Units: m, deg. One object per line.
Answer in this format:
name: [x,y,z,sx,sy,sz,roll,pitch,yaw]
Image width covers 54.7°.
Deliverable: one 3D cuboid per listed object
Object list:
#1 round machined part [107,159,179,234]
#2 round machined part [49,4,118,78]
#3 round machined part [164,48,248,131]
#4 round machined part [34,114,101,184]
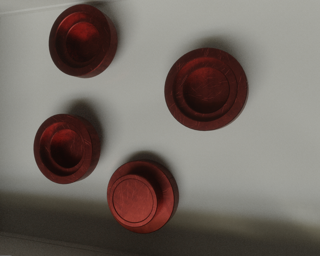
round machined part: [-0.028,0.092,0.411,0.098,0.042,0.097,0,90,20]
round machined part: [-0.103,-0.119,0.438,0.098,0.042,0.097,0,90,20]
round machined part: [0.059,-0.045,0.381,0.098,0.042,0.097,0,90,20]
round machined part: [-0.128,0.029,0.447,0.098,0.042,0.097,0,90,20]
